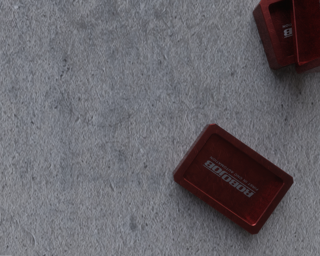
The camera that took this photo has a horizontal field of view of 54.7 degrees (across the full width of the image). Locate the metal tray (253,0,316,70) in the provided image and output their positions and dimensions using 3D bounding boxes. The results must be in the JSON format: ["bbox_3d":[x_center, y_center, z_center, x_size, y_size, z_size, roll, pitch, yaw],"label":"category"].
[{"bbox_3d":[0.201,-0.139,0.408,0.131,0.030,0.090,-17,90,0],"label":"metal tray"}]

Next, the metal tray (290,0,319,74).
[{"bbox_3d":[0.182,-0.133,0.348,0.030,0.090,0.129,-5,90,0],"label":"metal tray"}]

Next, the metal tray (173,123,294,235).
[{"bbox_3d":[0.094,0.065,0.408,0.130,0.030,0.090,35,90,0],"label":"metal tray"}]
